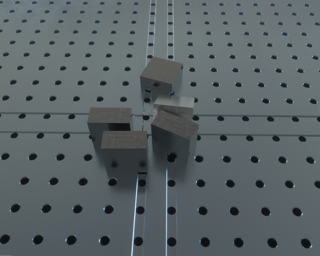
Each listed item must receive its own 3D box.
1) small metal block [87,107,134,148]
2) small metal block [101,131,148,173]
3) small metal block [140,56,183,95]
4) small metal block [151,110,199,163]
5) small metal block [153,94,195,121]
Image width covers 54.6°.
[{"bbox_3d":[-0.060,0.000,0.391,0.050,0.050,0.025,1,50,1],"label":"small metal block"},{"bbox_3d":[-0.040,0.029,0.367,0.050,0.050,0.025,0,50,0],"label":"small metal block"},{"bbox_3d":[0.003,-0.080,0.475,0.050,0.025,0.050,17,52,13],"label":"small metal block"},{"bbox_3d":[0.018,0.011,0.382,0.050,0.050,0.025,22,56,17],"label":"small metal block"},{"bbox_3d":[0.019,-0.025,0.415,0.050,0.025,0.050,6,21,5],"label":"small metal block"}]
